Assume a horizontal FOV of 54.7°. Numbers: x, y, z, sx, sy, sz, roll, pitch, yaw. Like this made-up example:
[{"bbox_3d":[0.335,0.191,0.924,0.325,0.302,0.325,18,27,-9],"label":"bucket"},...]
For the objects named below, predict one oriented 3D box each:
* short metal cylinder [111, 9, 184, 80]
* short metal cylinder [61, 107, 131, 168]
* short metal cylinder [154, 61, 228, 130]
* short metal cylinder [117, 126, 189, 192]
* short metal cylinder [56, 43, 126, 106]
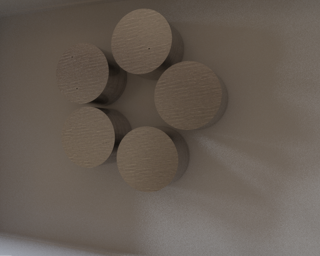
[{"bbox_3d":[-0.015,-0.105,0.400,0.080,0.050,0.080,0,90,20],"label":"short metal cylinder"},{"bbox_3d":[-0.086,0.012,0.425,0.080,0.050,0.080,0,90,20],"label":"short metal cylinder"},{"bbox_3d":[0.040,-0.038,0.381,0.080,0.050,0.080,0,90,20],"label":"short metal cylinder"},{"bbox_3d":[-0.008,0.038,0.398,0.080,0.050,0.080,0,90,20],"label":"short metal cylinder"},{"bbox_3d":[-0.094,-0.072,0.428,0.080,0.050,0.080,0,90,20],"label":"short metal cylinder"}]
